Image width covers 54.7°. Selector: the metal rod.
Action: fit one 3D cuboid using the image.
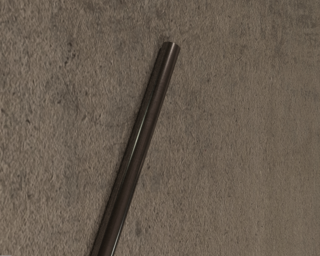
[{"bbox_3d":[-0.028,0.029,0.382,0.025,0.025,0.299,28,72,-37],"label":"metal rod"}]
